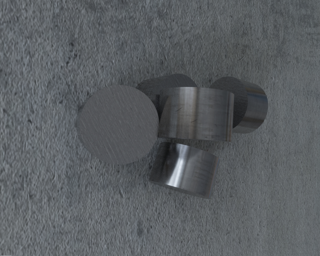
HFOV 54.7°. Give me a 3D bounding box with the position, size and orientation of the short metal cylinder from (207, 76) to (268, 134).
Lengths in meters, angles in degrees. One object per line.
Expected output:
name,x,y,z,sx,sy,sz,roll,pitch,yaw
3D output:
short metal cylinder,0.111,-0.033,0.462,0.050,0.080,0.080,6,86,-40

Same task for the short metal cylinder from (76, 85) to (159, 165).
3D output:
short metal cylinder,-0.047,-0.004,0.333,0.081,0.050,0.079,-1,91,-19

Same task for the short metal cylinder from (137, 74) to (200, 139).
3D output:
short metal cylinder,0.009,-0.026,0.396,0.081,0.050,0.080,0,90,-40

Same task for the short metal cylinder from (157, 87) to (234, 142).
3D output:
short metal cylinder,0.038,-0.012,0.336,0.081,0.080,0.050,6,87,-40

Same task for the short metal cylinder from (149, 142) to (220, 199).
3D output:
short metal cylinder,0.031,0.055,0.395,0.080,0.080,0.050,27,73,-37
